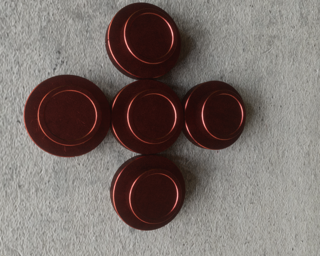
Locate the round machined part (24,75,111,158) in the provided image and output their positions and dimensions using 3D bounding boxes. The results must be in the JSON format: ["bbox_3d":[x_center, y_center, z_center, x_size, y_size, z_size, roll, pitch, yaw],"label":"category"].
[{"bbox_3d":[-0.106,-0.014,0.363,0.099,0.042,0.097,0,90,-21],"label":"round machined part"}]

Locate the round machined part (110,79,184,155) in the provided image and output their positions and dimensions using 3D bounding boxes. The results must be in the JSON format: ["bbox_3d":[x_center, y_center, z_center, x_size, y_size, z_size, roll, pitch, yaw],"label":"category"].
[{"bbox_3d":[-0.013,-0.014,0.397,0.099,0.042,0.097,0,90,-21],"label":"round machined part"}]

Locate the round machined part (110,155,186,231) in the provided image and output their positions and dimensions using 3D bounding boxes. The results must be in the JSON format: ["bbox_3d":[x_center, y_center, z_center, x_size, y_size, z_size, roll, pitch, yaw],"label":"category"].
[{"bbox_3d":[-0.011,0.084,0.398,0.099,0.042,0.097,0,90,-21],"label":"round machined part"}]

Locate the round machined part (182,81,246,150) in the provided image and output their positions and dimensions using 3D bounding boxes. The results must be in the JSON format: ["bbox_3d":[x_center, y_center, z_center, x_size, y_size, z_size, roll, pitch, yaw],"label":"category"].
[{"bbox_3d":[0.079,-0.018,0.432,0.099,0.042,0.097,0,90,-21],"label":"round machined part"}]

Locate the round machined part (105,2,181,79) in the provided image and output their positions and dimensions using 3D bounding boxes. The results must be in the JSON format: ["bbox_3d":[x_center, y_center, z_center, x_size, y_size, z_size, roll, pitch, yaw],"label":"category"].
[{"bbox_3d":[-0.017,-0.112,0.396,0.099,0.042,0.097,0,90,-21],"label":"round machined part"}]
